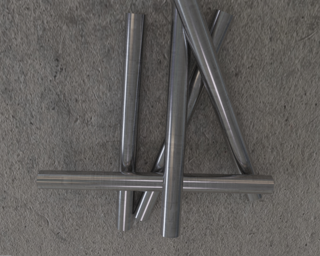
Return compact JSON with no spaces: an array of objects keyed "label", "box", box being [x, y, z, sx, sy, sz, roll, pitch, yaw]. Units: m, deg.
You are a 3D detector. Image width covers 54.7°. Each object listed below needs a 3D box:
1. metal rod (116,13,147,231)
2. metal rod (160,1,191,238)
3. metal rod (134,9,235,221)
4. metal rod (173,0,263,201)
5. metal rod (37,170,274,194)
[{"label":"metal rod","box":[-0.040,0.006,0.411,0.025,0.025,0.298,5,110,-2]},{"label":"metal rod","box":[0.020,-0.016,0.369,0.025,0.025,0.298,3,97,-1]},{"label":"metal rod","box":[0.024,-0.002,0.408,0.025,0.025,0.298,19,109,-7]},{"label":"metal rod","box":[0.078,-0.025,0.380,0.025,0.025,0.299,-22,116,8]},{"label":"metal rod","box":[-0.006,0.071,0.406,0.302,0.025,0.025,1,110,1]}]
